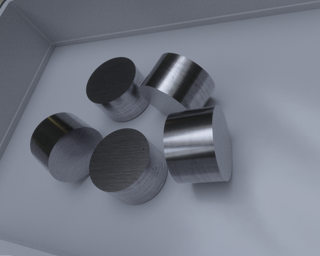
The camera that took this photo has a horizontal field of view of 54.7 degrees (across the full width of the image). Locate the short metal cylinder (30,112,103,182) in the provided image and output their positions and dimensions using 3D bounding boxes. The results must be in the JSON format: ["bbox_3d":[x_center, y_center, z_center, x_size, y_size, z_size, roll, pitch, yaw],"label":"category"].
[{"bbox_3d":[-0.123,0.025,0.415,0.050,0.080,0.080,30,78,37],"label":"short metal cylinder"}]

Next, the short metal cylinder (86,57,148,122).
[{"bbox_3d":[-0.059,-0.056,0.451,0.080,0.050,0.080,-13,56,20],"label":"short metal cylinder"}]

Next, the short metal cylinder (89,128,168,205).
[{"bbox_3d":[-0.038,0.047,0.377,0.080,0.050,0.080,-13,56,20],"label":"short metal cylinder"}]

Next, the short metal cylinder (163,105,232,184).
[{"bbox_3d":[0.043,0.019,0.333,0.050,0.080,0.080,-9,58,23],"label":"short metal cylinder"}]

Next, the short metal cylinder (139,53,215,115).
[{"bbox_3d":[0.021,-0.048,0.387,0.080,0.080,0.050,24,75,36],"label":"short metal cylinder"}]
